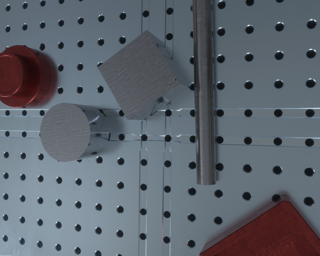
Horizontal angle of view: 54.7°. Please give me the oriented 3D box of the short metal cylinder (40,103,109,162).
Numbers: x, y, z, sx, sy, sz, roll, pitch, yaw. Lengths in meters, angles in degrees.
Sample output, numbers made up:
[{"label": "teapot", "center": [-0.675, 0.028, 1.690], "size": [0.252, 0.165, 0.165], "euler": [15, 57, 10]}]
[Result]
[{"label": "short metal cylinder", "center": [-0.120, 0.006, 0.440], "size": [0.080, 0.050, 0.079], "euler": [0, 90, 19]}]

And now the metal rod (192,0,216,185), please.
[{"label": "metal rod", "center": [0.055, -0.079, 0.392], "size": [0.025, 0.025, 0.298], "euler": [-1, 90, 19]}]

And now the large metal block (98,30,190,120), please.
[{"label": "large metal block", "center": [-0.020, -0.065, 0.405], "size": [0.080, 0.050, 0.080], "euler": [-33, 80, 16]}]

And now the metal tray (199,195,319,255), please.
[{"label": "metal tray", "center": [0.124, 0.153, 0.366], "size": [0.130, 0.030, 0.090], "euler": [-39, 78, 15]}]

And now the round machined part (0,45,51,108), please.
[{"label": "round machined part", "center": [-0.224, -0.080, 0.481], "size": [0.098, 0.042, 0.097], "euler": [0, 90, 19]}]
